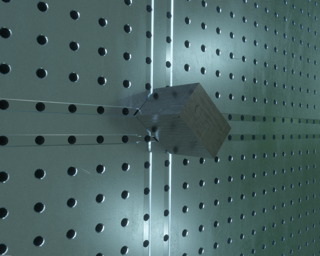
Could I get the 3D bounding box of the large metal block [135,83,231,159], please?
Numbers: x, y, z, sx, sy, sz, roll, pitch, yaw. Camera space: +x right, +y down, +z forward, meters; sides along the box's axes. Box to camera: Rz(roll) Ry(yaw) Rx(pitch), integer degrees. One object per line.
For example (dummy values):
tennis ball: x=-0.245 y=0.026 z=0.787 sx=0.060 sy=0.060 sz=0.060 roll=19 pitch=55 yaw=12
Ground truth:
large metal block: x=0.030 y=-0.008 z=0.397 sx=0.080 sy=0.080 sz=0.050 roll=49 pitch=61 yaw=-29
